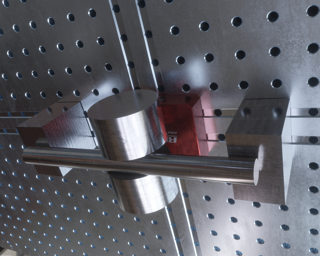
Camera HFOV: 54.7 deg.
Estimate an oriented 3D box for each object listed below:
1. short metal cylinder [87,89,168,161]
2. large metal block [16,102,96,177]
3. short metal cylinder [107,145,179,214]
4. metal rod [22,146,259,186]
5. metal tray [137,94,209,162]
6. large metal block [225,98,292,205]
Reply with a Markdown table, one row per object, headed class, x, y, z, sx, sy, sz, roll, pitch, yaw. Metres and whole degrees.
| class | x | y | z | sx | sy | sz | roll | pitch | yaw |
| --- | --- | --- | --- | --- | --- | --- | --- | --- | --- |
| short metal cylinder | -0.036 | -0.006 | 0.352 | 0.080 | 0.080 | 0.050 | 1 | 119 | 28 |
| large metal block | -0.151 | 0.014 | 0.463 | 0.050 | 0.080 | 0.080 | 1 | 119 | 28 |
| short metal cylinder | -0.021 | 0.060 | 0.385 | 0.080 | 0.080 | 0.050 | 1 | 119 | 28 |
| metal rod | -0.044 | 0.039 | 0.354 | 0.300 | 0.025 | 0.025 | 1 | 119 | 27 |
| metal tray | -0.007 | 0.004 | 0.414 | 0.130 | 0.030 | 0.089 | 1 | 119 | 27 |
| large metal block | 0.109 | 0.022 | 0.330 | 0.050 | 0.080 | 0.080 | 1 | 119 | 28 |
